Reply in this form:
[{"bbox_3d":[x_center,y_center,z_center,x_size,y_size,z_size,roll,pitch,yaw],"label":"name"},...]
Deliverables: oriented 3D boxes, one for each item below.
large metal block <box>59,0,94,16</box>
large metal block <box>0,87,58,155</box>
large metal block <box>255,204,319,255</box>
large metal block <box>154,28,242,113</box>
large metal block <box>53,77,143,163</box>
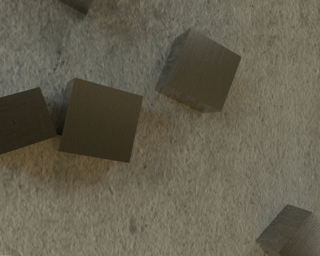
[{"bbox_3d":[-0.103,-0.193,0.358,0.080,0.050,0.080,25,82,-19],"label":"large metal block"},{"bbox_3d":[-0.157,-0.003,0.322,0.081,0.080,0.050,-20,97,-19],"label":"large metal block"},{"bbox_3d":[0.210,0.179,0.476,0.080,0.050,0.080,-42,104,-15],"label":"large metal block"},{"bbox_3d":[0.050,-0.073,0.415,0.080,0.050,0.080,24,82,-19],"label":"large metal block"},{"bbox_3d":[-0.074,-0.007,0.365,0.081,0.050,0.080,13,86,-26],"label":"large metal block"}]
